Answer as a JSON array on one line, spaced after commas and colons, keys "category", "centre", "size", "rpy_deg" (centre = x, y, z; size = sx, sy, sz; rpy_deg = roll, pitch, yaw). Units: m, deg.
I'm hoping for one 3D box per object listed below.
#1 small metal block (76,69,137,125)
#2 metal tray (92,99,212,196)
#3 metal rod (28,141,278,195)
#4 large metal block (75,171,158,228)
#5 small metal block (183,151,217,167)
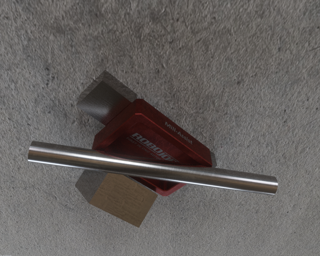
[{"category": "small metal block", "centre": [-0.064, -0.034, 0.378], "size": [0.050, 0.025, 0.050], "rpy_deg": [-38, 121, 27]}, {"category": "metal tray", "centre": [-0.008, 0.031, 0.398], "size": [0.130, 0.030, 0.090], "rpy_deg": [36, 121, -27]}, {"category": "metal rod", "centre": [-0.001, 0.051, 0.380], "size": [0.302, 0.025, 0.025], "rpy_deg": [9, 130, -9]}, {"category": "large metal block", "centre": [-0.063, 0.087, 0.435], "size": [0.080, 0.080, 0.050], "rpy_deg": [36, 80, -27]}, {"category": "small metal block", "centre": [0.046, 0.049, 0.451], "size": [0.050, 0.025, 0.050], "rpy_deg": [31, 123, -24]}]
